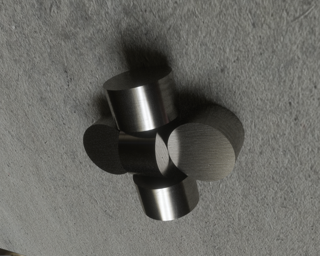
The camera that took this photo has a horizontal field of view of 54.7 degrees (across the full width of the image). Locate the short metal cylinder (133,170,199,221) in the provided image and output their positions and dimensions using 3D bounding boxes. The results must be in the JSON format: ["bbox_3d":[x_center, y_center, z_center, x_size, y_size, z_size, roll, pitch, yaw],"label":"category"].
[{"bbox_3d":[0.009,0.077,0.417,0.080,0.080,0.050,0,118,28],"label":"short metal cylinder"}]

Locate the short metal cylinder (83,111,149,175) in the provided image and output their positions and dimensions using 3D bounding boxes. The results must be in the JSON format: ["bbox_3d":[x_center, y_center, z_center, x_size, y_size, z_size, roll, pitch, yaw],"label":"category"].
[{"bbox_3d":[-0.059,0.018,0.435,0.080,0.050,0.079,13,123,20],"label":"short metal cylinder"}]

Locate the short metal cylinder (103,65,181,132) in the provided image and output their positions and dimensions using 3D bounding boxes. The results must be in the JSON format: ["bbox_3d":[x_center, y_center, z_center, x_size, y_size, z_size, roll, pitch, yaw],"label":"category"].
[{"bbox_3d":[-0.020,-0.036,0.362,0.080,0.080,0.050,0,118,28],"label":"short metal cylinder"}]

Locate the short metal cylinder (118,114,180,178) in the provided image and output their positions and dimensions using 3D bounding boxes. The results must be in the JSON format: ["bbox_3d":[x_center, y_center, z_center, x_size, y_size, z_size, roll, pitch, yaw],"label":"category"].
[{"bbox_3d":[-0.008,0.021,0.391,0.050,0.080,0.080,1,119,28],"label":"short metal cylinder"}]

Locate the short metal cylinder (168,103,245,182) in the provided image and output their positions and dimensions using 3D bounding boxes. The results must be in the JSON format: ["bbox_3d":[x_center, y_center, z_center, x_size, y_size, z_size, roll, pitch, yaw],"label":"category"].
[{"bbox_3d":[0.056,0.017,0.373,0.080,0.050,0.079,13,124,21],"label":"short metal cylinder"}]
